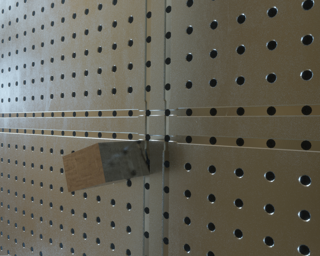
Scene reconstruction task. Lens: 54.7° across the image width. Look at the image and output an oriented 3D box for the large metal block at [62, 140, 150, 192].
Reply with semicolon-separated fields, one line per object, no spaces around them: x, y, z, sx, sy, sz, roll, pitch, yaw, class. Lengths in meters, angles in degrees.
-0.075;0.053;0.433;0.080;0.081;0.050;-20;77;38;large metal block
